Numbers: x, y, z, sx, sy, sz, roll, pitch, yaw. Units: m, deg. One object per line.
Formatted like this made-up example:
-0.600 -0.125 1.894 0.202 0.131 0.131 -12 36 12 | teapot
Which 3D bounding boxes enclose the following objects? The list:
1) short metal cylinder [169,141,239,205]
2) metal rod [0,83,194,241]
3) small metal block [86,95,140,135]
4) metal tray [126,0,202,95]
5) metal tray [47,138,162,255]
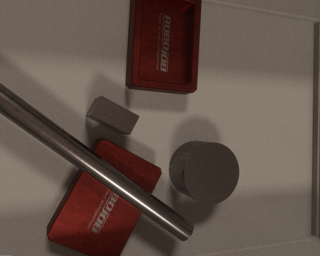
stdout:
0.059 0.058 0.420 0.081 0.050 0.079 0 90 -21 | short metal cylinder
-0.078 0.040 0.350 0.301 0.025 0.025 39 77 -16 | metal rod
-0.059 -0.014 0.376 0.050 0.050 0.025 29 81 -18 | small metal block
0.005 -0.113 0.410 0.091 0.030 0.129 3 89 -20 | metal tray
-0.067 0.088 0.384 0.090 0.030 0.130 31 80 -18 | metal tray
